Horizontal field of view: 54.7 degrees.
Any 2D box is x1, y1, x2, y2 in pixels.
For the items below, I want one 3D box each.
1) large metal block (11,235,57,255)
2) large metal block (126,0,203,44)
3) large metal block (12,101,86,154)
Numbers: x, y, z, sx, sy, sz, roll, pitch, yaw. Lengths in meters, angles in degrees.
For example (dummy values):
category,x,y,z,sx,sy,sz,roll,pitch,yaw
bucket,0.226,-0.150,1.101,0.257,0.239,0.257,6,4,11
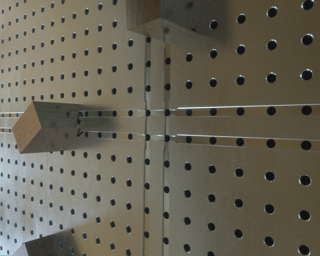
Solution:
category,x,y,z,sx,sy,sz,roll,pitch,yaw
large metal block,-0.235,0.262,0.583,0.080,0.050,0.080,-44,64,31
large metal block,0.006,-0.152,0.367,0.050,0.081,0.080,-4,88,40
large metal block,-0.189,0.000,0.526,0.080,0.081,0.050,-40,66,32
